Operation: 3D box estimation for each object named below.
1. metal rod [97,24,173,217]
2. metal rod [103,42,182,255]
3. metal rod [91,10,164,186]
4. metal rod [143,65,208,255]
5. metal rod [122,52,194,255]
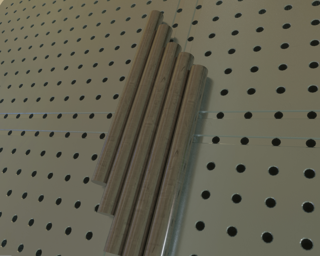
[{"bbox_3d":[-0.028,-0.027,0.436,0.025,0.025,0.300,1,62,28],"label":"metal rod"},{"bbox_3d":[-0.015,0.010,0.408,0.025,0.025,0.300,1,62,28],"label":"metal rod"},{"bbox_3d":[-0.042,-0.059,0.464,0.025,0.025,0.300,1,62,28],"label":"metal rod"},{"bbox_3d":[0.018,0.052,0.365,0.025,0.025,0.300,1,62,28],"label":"metal rod"},{"bbox_3d":[0.001,0.029,0.387,0.025,0.025,0.300,1,62,28],"label":"metal rod"}]
